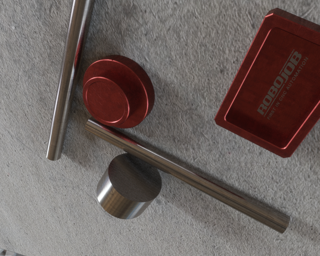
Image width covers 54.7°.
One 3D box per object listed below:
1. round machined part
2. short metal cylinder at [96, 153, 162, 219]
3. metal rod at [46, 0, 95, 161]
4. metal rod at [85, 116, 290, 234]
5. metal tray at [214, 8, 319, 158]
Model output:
[{"bbox_3d":[-0.060,-0.041,0.402,0.098,0.042,0.097,13,124,21],"label":"round machined part"},{"bbox_3d":[-0.045,0.083,0.446,0.080,0.080,0.050,37,129,3],"label":"short metal cylinder"},{"bbox_3d":[-0.132,-0.059,0.439,0.025,0.025,0.298,32,129,7],"label":"metal rod"},{"bbox_3d":[0.029,0.059,0.427,0.301,0.025,0.025,26,128,11],"label":"metal rod"},{"bbox_3d":[0.122,-0.041,0.314,0.090,0.030,0.129,28,128,10],"label":"metal tray"}]
